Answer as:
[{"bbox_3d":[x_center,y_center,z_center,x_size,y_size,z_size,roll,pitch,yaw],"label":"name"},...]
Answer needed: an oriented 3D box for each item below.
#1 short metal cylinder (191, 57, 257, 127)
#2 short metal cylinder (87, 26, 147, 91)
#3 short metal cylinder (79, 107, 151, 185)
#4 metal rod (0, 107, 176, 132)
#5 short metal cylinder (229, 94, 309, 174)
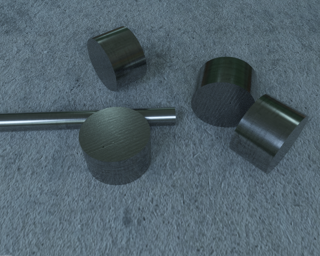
[{"bbox_3d":[0.085,-0.046,0.407,0.080,0.080,0.050,10,51,8],"label":"short metal cylinder"},{"bbox_3d":[-0.063,-0.101,0.452,0.050,0.080,0.080,-30,56,-23],"label":"short metal cylinder"},{"bbox_3d":[-0.051,0.021,0.369,0.081,0.050,0.080,0,50,0],"label":"short metal cylinder"},{"bbox_3d":[-0.131,-0.010,0.410,0.302,0.025,0.025,-2,50,-2],"label":"metal rod"},{"bbox_3d":[0.127,0.007,0.363,0.050,0.080,0.080,37,59,26],"label":"short metal cylinder"}]
